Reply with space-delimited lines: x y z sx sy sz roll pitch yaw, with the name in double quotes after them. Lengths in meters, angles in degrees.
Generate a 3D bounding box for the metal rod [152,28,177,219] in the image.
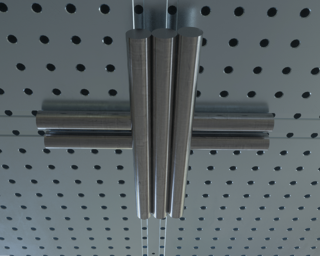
0.002 0.021 0.397 0.025 0.025 0.298 0 130 -1 "metal rod"

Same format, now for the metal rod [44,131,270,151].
-0.003 0.018 0.427 0.302 0.025 0.025 1 130 -1 "metal rod"

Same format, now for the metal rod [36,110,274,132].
-0.005 -0.009 0.404 0.302 0.025 0.025 1 130 -1 "metal rod"

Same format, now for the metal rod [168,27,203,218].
0.027 0.020 0.397 0.025 0.025 0.298 0 130 -1 "metal rod"

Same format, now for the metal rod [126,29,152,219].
-0.023 0.022 0.397 0.025 0.025 0.298 0 130 -1 "metal rod"
